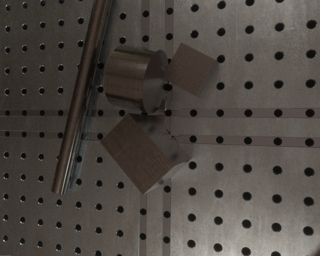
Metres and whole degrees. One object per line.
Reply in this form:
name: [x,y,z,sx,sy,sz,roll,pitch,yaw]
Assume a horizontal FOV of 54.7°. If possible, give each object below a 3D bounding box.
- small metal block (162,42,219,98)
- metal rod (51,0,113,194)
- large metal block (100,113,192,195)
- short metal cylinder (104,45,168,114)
small metal block: [0.039,-0.074,0.398,0.050,0.025,0.050,32,100,16]
metal rod: [-0.114,-0.049,0.451,0.025,0.025,0.298,16,95,19]
large metal block: [-0.014,0.029,0.388,0.050,0.080,0.080,-45,77,14]
short metal cylinder: [-0.027,-0.062,0.392,0.050,0.080,0.079,13,95,19]
